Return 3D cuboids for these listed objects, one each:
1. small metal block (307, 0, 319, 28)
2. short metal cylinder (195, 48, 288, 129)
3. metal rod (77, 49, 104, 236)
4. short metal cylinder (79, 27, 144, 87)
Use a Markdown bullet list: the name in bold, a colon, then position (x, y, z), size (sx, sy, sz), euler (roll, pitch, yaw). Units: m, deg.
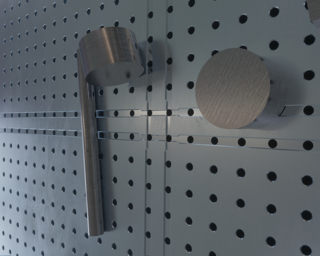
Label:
- **small metal block**: position (0.160, -0.125, 0.277), size (0.050, 0.025, 0.050), euler (-12, 83, 39)
- **short metal cylinder**: position (0.085, -0.039, 0.323), size (0.080, 0.050, 0.079), euler (0, 90, 40)
- **metal rod**: position (-0.113, 0.020, 0.502), size (0.025, 0.025, 0.298), euler (-8, 85, 40)
- **short metal cylinder**: position (-0.067, -0.096, 0.429), size (0.080, 0.081, 0.050), euler (-22, 76, 38)
